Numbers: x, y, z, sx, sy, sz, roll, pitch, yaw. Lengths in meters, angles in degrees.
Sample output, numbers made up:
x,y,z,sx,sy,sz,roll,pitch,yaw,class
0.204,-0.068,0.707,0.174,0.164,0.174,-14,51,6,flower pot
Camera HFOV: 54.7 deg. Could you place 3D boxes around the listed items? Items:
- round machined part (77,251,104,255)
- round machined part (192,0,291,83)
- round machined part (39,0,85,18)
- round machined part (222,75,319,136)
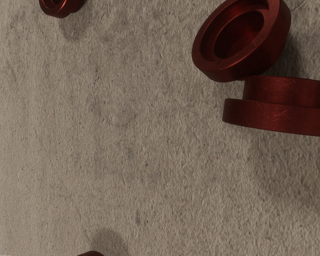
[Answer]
x,y,z,sx,sy,sz,roll,pitch,yaw,class
-0.093,0.235,0.468,0.098,0.042,0.097,0,90,39,round machined part
0.083,-0.086,0.307,0.098,0.042,0.098,-30,42,33,round machined part
-0.161,-0.235,0.523,0.098,0.042,0.097,0,90,39,round machined part
0.106,-0.021,0.269,0.098,0.099,0.042,11,98,39,round machined part
